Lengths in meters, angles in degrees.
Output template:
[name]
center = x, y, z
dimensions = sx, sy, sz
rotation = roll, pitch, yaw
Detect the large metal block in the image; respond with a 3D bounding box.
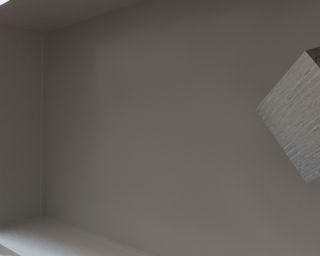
[large metal block]
center = 0.138, -0.012, 0.254
dimensions = 0.080, 0.050, 0.080
rotation = 62, 156, 21
